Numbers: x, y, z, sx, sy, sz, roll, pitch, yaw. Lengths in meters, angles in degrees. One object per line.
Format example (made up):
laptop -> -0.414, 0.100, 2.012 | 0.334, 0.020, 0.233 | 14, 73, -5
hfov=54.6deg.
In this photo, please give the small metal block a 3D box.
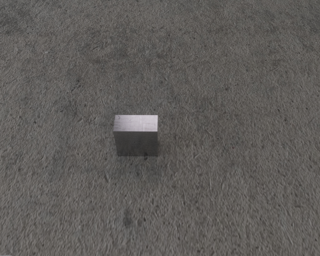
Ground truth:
small metal block -> -0.028, 0.010, 0.379 | 0.050, 0.050, 0.025 | 0, 50, 0
